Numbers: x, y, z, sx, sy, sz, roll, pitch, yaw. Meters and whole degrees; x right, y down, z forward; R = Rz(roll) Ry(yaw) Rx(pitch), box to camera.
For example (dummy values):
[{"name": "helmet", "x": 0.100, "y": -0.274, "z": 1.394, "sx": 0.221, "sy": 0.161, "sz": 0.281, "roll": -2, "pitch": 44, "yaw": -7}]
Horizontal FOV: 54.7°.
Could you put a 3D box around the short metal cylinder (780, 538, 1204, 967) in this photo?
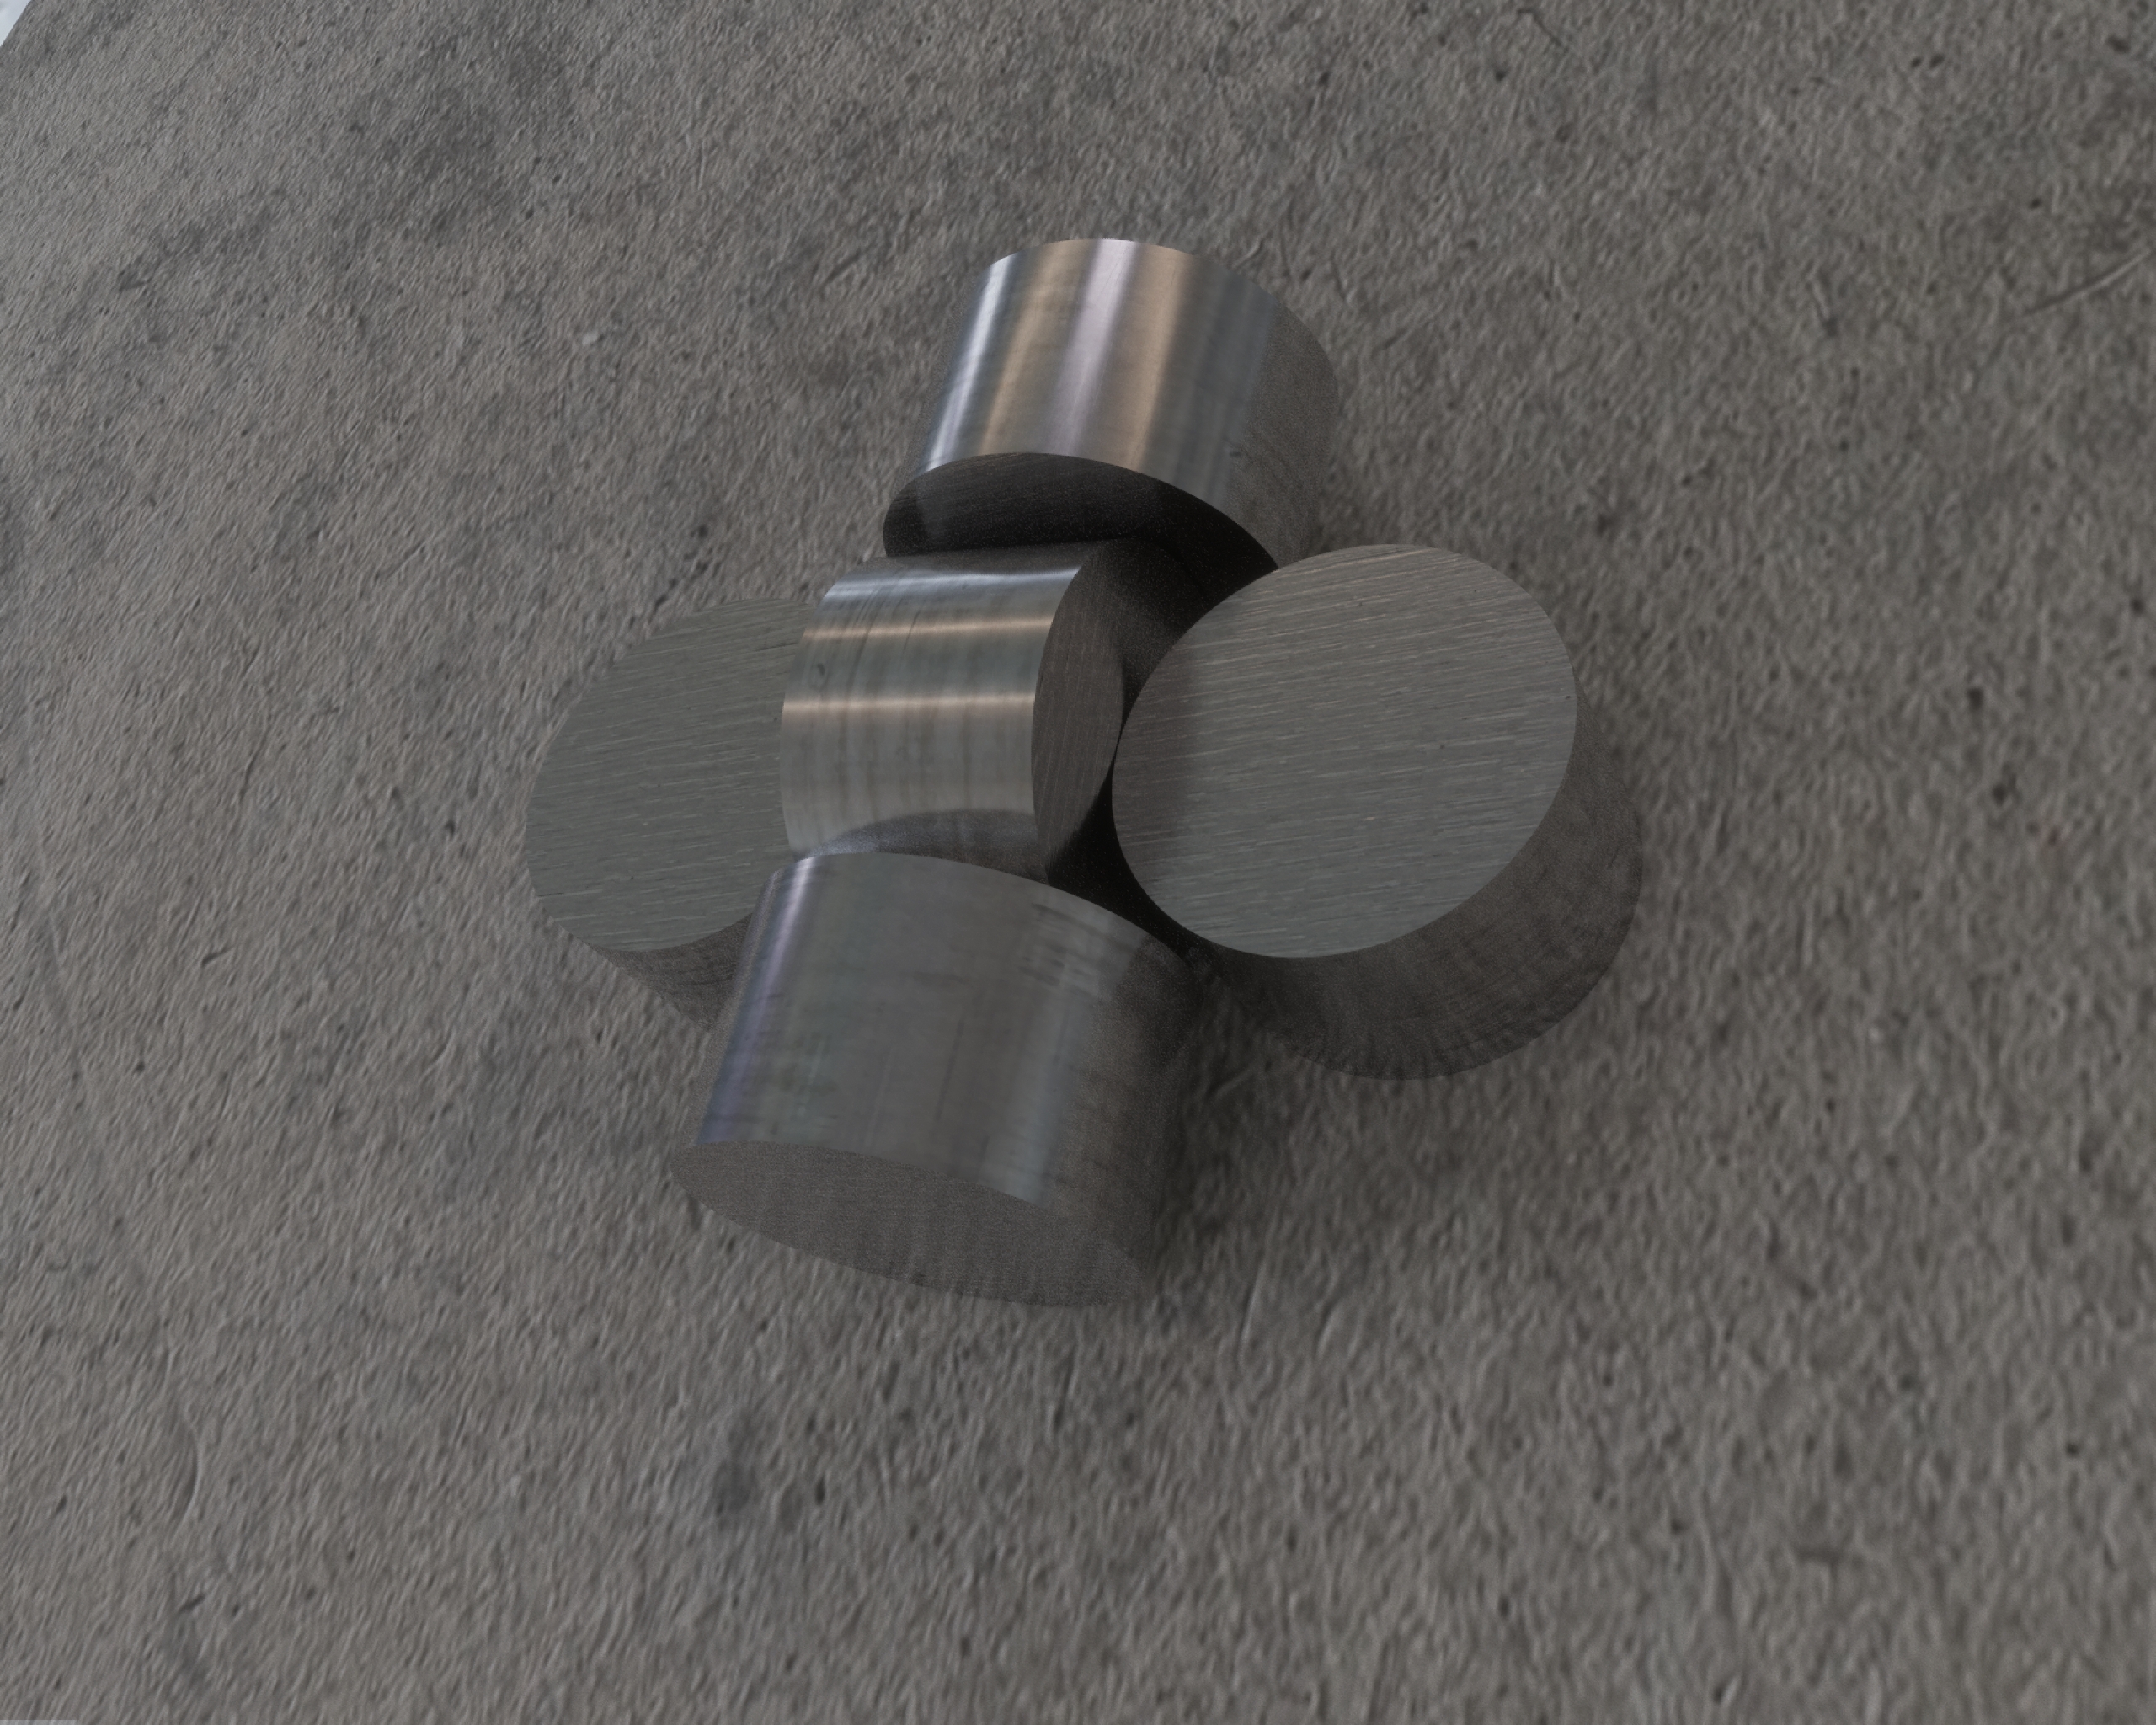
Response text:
[{"name": "short metal cylinder", "x": -0.010, "y": -0.018, "z": 0.385, "sx": 0.050, "sy": 0.080, "sz": 0.080, "roll": 1, "pitch": 62, "yaw": 28}]

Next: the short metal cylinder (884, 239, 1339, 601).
[{"name": "short metal cylinder", "x": 0.007, "y": -0.076, "z": 0.411, "sx": 0.080, "sy": 0.080, "sz": 0.050, "roll": 0, "pitch": 62, "yaw": 28}]

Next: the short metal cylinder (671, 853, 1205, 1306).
[{"name": "short metal cylinder", "x": -0.023, "y": 0.039, "z": 0.357, "sx": 0.080, "sy": 0.080, "sz": 0.050, "roll": 0, "pitch": 62, "yaw": 28}]

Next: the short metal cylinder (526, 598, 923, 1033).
[{"name": "short metal cylinder", "x": -0.064, "y": -0.007, "z": 0.426, "sx": 0.080, "sy": 0.050, "sz": 0.080, "roll": -13, "pitch": 56, "yaw": 21}]

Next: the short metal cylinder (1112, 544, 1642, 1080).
[{"name": "short metal cylinder", "x": 0.053, "y": -0.008, "z": 0.365, "sx": 0.080, "sy": 0.050, "sz": 0.080, "roll": -13, "pitch": 56, "yaw": 21}]
